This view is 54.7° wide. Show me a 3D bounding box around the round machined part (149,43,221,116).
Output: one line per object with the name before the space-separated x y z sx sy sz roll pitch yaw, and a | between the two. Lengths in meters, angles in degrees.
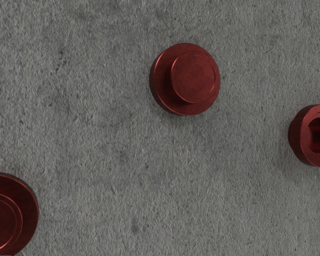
round machined part | 0.039 -0.065 0.414 0.099 0.042 0.097 0 90 -20

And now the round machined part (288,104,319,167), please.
round machined part | 0.244 0.012 0.490 0.099 0.042 0.097 0 90 -20

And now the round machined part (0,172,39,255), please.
round machined part | -0.183 0.099 0.333 0.099 0.042 0.097 0 90 -20
